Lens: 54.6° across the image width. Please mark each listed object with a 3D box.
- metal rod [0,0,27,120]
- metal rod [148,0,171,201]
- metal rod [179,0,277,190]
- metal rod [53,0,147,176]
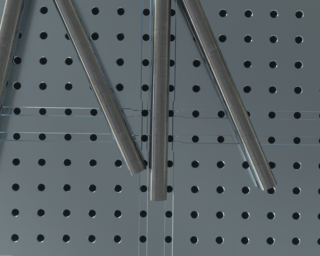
[{"bbox_3d":[-0.211,-0.082,0.412,0.025,0.025,0.299,13,90,0],"label":"metal rod"},{"bbox_3d":[0.000,-0.055,0.413,0.025,0.025,0.298,1,90,0],"label":"metal rod"},{"bbox_3d":[0.086,-0.060,0.413,0.025,0.025,0.299,-23,90,0],"label":"metal rod"},{"bbox_3d":[-0.089,-0.078,0.412,0.025,0.025,0.299,-24,90,0],"label":"metal rod"}]
